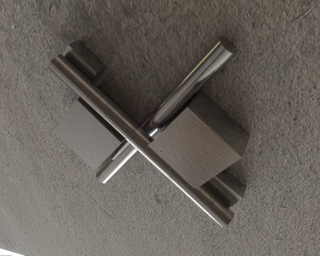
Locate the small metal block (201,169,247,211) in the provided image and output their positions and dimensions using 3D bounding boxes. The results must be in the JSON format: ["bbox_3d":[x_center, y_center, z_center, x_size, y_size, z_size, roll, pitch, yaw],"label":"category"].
[{"bbox_3d":[0.079,0.083,0.419,0.050,0.025,0.050,40,129,1],"label":"small metal block"}]

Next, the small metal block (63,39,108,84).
[{"bbox_3d":[-0.106,-0.080,0.416,0.050,0.025,0.050,44,129,-3],"label":"small metal block"}]

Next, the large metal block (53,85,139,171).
[{"bbox_3d":[-0.090,0.001,0.438,0.080,0.050,0.080,45,129,-3],"label":"large metal block"}]

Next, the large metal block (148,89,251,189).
[{"bbox_3d":[0.047,0.015,0.376,0.080,0.050,0.080,43,129,-2],"label":"large metal block"}]

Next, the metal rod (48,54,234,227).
[{"bbox_3d":[-0.023,0.017,0.398,0.300,0.025,0.025,43,129,-2],"label":"metal rod"}]

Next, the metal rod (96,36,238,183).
[{"bbox_3d":[-0.011,-0.003,0.413,0.025,0.025,0.298,43,129,-2],"label":"metal rod"}]
